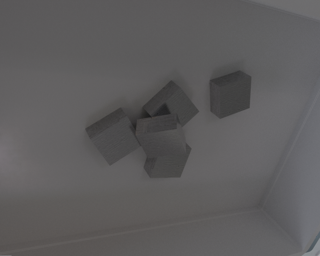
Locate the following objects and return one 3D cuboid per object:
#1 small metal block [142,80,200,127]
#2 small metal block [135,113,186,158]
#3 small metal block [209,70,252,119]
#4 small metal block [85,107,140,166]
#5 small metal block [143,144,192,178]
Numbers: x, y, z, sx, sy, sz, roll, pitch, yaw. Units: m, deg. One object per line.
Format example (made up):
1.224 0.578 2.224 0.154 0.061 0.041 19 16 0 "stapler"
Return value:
0.015 -0.024 0.401 0.050 0.025 0.050 -43 129 1 "small metal block"
0.002 0.011 0.387 0.050 0.025 0.050 -9 139 13 "small metal block"
0.098 -0.047 0.433 0.050 0.025 0.050 -20 126 -17 "small metal block"
-0.056 0.011 0.385 0.050 0.025 0.050 -32 129 -7 "small metal block"
0.010 0.043 0.441 0.050 0.025 0.050 4 116 -31 "small metal block"
